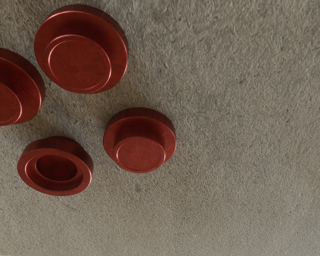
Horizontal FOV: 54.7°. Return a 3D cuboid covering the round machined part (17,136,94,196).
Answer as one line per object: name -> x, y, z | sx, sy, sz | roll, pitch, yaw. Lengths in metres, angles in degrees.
round machined part -> -0.143, 0.049, 0.437 | 0.099, 0.042, 0.097 | 0, 130, 0

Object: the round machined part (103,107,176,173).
round machined part -> -0.027, 0.023, 0.415 | 0.099, 0.042, 0.097 | 0, 130, 0

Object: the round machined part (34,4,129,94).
round machined part -> -0.084, -0.076, 0.331 | 0.099, 0.042, 0.097 | 0, 130, 0

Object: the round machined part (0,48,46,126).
round machined part -> -0.189, -0.040, 0.360 | 0.099, 0.042, 0.097 | 0, 130, 0
